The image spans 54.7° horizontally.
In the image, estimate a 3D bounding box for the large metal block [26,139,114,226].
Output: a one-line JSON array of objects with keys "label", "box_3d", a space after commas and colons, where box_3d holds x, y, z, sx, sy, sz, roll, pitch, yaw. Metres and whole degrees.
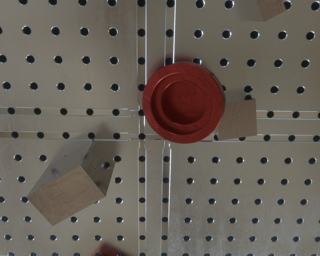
[{"label": "large metal block", "box_3d": [-0.113, 0.069, 0.408, 0.080, 0.080, 0.050, -30, 108, 10]}]

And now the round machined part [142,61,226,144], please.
[{"label": "round machined part", "box_3d": [0.031, -0.033, 0.383, 0.098, 0.042, 0.097, 5, 108, 17]}]

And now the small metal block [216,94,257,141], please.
[{"label": "small metal block", "box_3d": [0.099, -0.014, 0.410, 0.050, 0.025, 0.050, -8, 110, 2]}]

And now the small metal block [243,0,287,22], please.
[{"label": "small metal block", "box_3d": [0.111, -0.149, 0.347, 0.025, 0.050, 0.050, -28, 108, 9]}]
